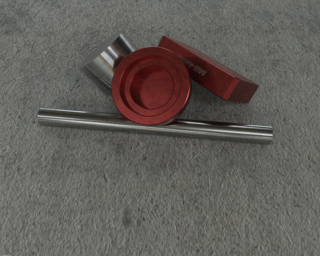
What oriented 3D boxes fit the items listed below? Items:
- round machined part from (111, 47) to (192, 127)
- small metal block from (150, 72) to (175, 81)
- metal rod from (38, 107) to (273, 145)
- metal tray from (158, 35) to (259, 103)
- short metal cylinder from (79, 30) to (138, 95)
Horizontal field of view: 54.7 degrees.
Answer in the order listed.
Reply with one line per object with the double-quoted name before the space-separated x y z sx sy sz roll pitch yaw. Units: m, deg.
"round machined part" -0.008 -0.050 0.395 0.098 0.042 0.097 -1 85 12
"small metal block" -0.001 -0.066 0.442 0.050 0.050 0.025 19 53 15
"metal rod" -0.009 -0.003 0.407 0.302 0.025 0.025 5 50 4
"metal tray" 0.066 -0.082 0.438 0.130 0.030 0.091 38 21 27
"short metal cylinder" -0.068 -0.093 0.441 0.080 0.050 0.080 -33 26 19
